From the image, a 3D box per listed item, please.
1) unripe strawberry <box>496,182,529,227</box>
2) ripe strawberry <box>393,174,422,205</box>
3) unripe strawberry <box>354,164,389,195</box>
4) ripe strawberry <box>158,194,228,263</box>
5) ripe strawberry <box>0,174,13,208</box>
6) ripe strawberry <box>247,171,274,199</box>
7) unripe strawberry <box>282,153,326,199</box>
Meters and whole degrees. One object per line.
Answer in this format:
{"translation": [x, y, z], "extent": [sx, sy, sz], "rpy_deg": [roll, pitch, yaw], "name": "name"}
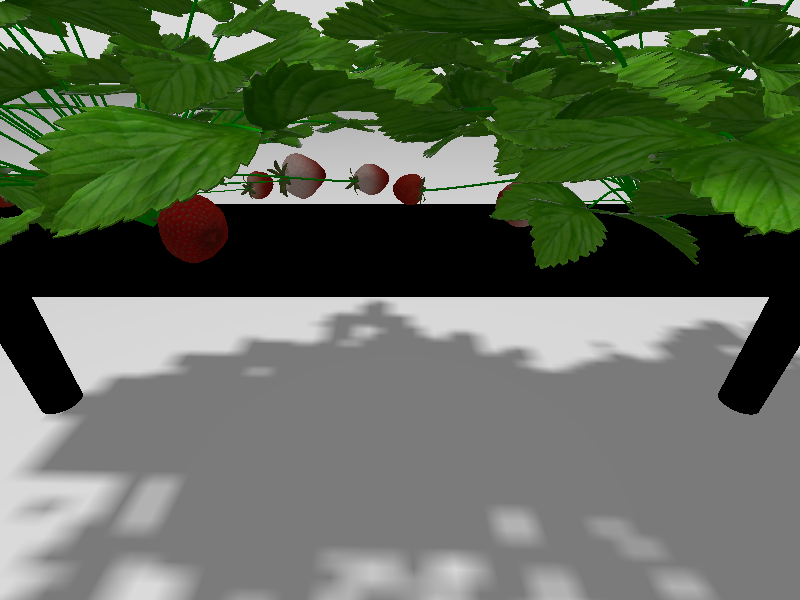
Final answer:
{"translation": [0.105, -0.086, 0.356], "extent": [0.039, 0.041, 0.036], "rpy_deg": [0, 30, 1], "name": "unripe strawberry"}
{"translation": [0.008, -0.115, 0.415], "extent": [0.030, 0.031, 0.028], "rpy_deg": [8, 31, 15], "name": "ripe strawberry"}
{"translation": [-0.031, -0.135, 0.446], "extent": [0.039, 0.034, 0.039], "rpy_deg": [-15, 33, -24], "name": "unripe strawberry"}
{"translation": [-0.147, -0.051, 0.293], "extent": [0.050, 0.050, 0.047], "rpy_deg": [25, 39, 36], "name": "ripe strawberry"}
{"translation": [-0.410, -0.113, 0.408], "extent": [0.034, 0.035, 0.031], "rpy_deg": [9, 31, 16], "name": "ripe strawberry"}
{"translation": [-0.150, -0.125, 0.434], "extent": [0.026, 0.030, 0.029], "rpy_deg": [23, 36, 34], "name": "ripe strawberry"}
{"translation": [-0.105, -0.138, 0.443], "extent": [0.049, 0.048, 0.045], "rpy_deg": [-23, 37, -35], "name": "unripe strawberry"}
